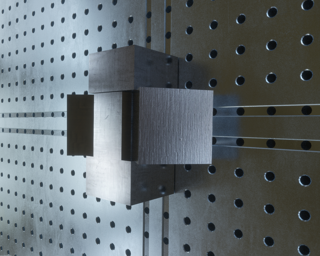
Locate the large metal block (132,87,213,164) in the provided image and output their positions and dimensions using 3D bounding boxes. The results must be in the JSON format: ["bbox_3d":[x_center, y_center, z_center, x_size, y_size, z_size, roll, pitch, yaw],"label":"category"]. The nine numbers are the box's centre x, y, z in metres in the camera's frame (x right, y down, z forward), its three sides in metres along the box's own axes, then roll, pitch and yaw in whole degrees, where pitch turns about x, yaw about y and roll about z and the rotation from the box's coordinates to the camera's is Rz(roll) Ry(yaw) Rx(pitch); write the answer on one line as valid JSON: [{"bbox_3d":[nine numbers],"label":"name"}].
[{"bbox_3d":[0.012,-0.002,0.351,0.050,0.081,0.079,-177,88,-77],"label":"large metal block"}]

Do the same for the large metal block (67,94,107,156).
[{"bbox_3d":[-0.095,-0.005,0.441,0.050,0.080,0.079,0,91,0],"label":"large metal block"}]

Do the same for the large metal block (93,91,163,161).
[{"bbox_3d":[-0.037,-0.003,0.401,0.050,0.081,0.079,1,91,40],"label":"large metal block"}]

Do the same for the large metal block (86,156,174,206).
[{"bbox_3d":[-0.038,0.061,0.401,0.080,0.081,0.050,2,91,39],"label":"large metal block"}]

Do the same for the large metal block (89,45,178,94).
[{"bbox_3d":[-0.034,-0.068,0.398,0.080,0.081,0.050,2,91,39],"label":"large metal block"}]
